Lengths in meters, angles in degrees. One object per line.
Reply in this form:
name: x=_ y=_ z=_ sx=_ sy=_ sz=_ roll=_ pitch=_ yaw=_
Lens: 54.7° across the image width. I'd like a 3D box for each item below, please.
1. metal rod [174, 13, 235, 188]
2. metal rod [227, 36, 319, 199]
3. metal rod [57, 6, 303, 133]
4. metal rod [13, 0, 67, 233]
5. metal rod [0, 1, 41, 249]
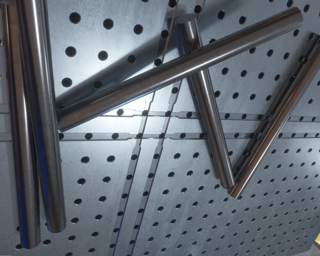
metal rod: x=0.073 y=-0.015 z=0.443 sx=0.025 sy=0.025 sz=0.299 roll=-30 pitch=129 yaw=-10
metal rod: x=0.194 y=-0.008 z=0.515 sx=0.025 sy=0.025 sz=0.298 roll=13 pitch=111 yaw=-34
metal rod: x=0.023 y=-0.068 z=0.354 sx=0.301 sy=0.025 sz=0.025 roll=-24 pitch=128 yaw=-3
metal rod: x=-0.121 y=0.011 z=0.332 sx=0.025 sy=0.025 sz=0.298 roll=-10 pitch=129 yaw=-24
metal rod: x=-0.149 y=0.020 z=0.342 sx=0.025 sy=0.025 sz=0.298 roll=-5 pitch=121 yaw=-26
